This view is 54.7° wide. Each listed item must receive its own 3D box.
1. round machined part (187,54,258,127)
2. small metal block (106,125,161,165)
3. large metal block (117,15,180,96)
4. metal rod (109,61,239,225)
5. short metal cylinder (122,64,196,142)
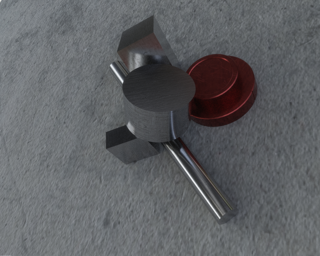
[{"bbox_3d":[0.069,-0.054,0.390,0.098,0.042,0.098,-13,56,20],"label":"round machined part"},{"bbox_3d":[-0.034,0.020,0.394,0.050,0.050,0.025,-19,54,16],"label":"small metal block"},{"bbox_3d":[-0.011,-0.095,0.419,0.050,0.080,0.080,-25,31,15],"label":"large metal block"},{"bbox_3d":[0.000,-0.004,0.407,0.025,0.025,0.300,-38,51,2],"label":"metal rod"},{"bbox_3d":[-0.002,-0.030,0.360,0.081,0.050,0.080,2,49,-2],"label":"short metal cylinder"}]
